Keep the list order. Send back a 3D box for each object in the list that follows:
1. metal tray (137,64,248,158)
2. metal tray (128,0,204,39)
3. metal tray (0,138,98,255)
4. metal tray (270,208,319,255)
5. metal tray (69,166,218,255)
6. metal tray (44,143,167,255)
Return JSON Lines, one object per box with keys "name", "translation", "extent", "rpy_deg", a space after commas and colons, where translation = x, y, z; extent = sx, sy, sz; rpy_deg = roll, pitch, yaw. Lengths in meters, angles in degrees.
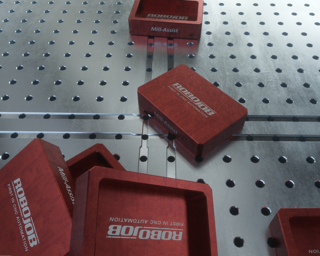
{"name": "metal tray", "translation": [0.042, -0.029, 0.430], "extent": [0.091, 0.030, 0.130], "rpy_deg": [-33, 57, -24]}
{"name": "metal tray", "translation": [0.014, -0.209, 0.580], "extent": [0.131, 0.030, 0.090], "rpy_deg": [5, 50, 4]}
{"name": "metal tray", "translation": [-0.124, 0.085, 0.306], "extent": [0.090, 0.030, 0.130], "rpy_deg": [-40, 55, 6]}
{"name": "metal tray", "translation": [0.184, 0.125, 0.300], "extent": [0.131, 0.030, 0.090], "rpy_deg": [0, 50, 0]}
{"name": "metal tray", "translation": [-0.009, 0.089, 0.273], "extent": [0.131, 0.030, 0.090], "rpy_deg": [14, 61, -30]}
{"name": "metal tray", "translation": [-0.065, 0.085, 0.332], "extent": [0.091, 0.030, 0.130], "rpy_deg": [-32, 57, -24]}
